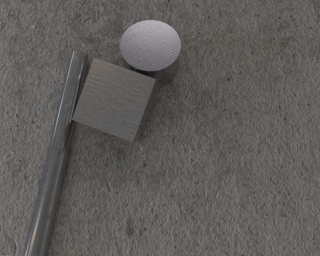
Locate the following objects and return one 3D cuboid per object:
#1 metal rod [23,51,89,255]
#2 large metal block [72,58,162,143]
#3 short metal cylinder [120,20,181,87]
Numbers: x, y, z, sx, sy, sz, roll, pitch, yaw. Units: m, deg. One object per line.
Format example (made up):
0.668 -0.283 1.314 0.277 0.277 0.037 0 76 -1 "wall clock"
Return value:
-0.131 0.036 0.393 0.025 0.025 0.299 6 70 2 "metal rod"
-0.052 -0.034 0.394 0.080 0.050 0.080 20 92 7 "large metal block"
-0.013 -0.101 0.432 0.081 0.050 0.080 0 70 0 "short metal cylinder"
